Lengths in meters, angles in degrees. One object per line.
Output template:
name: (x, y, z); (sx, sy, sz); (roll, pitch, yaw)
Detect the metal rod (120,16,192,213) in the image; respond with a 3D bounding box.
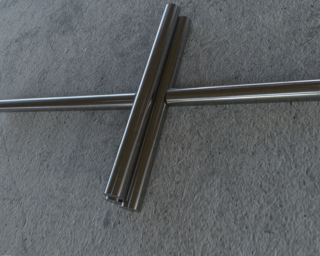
metal rod: (0.001, -0.036, 0.426); (0.025, 0.025, 0.300); (1, 62, 28)

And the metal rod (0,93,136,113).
metal rod: (-0.164, -0.040, 0.513); (0.300, 0.025, 0.025); (1, 62, 28)

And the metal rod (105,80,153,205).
metal rod: (-0.019, -0.041, 0.440); (0.025, 0.025, 0.300); (1, 62, 28)

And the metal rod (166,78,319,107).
metal rod: (0.147, -0.042, 0.353); (0.300, 0.025, 0.025); (0, 62, 27)

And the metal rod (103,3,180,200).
metal rod: (-0.017, -0.052, 0.419); (0.025, 0.025, 0.300); (1, 62, 28)
